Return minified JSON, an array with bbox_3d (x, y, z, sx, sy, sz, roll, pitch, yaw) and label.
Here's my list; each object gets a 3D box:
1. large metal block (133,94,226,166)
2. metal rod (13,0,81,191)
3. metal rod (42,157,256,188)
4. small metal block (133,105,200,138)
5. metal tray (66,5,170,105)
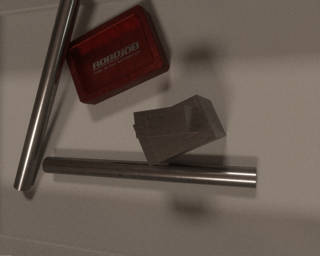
[{"bbox_3d":[0.027,0.003,0.371,0.080,0.080,0.050,-25,82,18],"label":"large metal block"},{"bbox_3d":[-0.165,-0.042,0.444,0.025,0.025,0.298,26,107,18],"label":"metal rod"},{"bbox_3d":[-0.027,0.058,0.419,0.301,0.025,0.025,1,90,19],"label":"metal rod"},{"bbox_3d":[0.008,-0.006,0.309,0.050,0.050,0.025,-7,88,19],"label":"small metal block"},{"bbox_3d":[-0.062,-0.097,0.428,0.130,0.030,0.090,-22,83,18],"label":"metal tray"}]
